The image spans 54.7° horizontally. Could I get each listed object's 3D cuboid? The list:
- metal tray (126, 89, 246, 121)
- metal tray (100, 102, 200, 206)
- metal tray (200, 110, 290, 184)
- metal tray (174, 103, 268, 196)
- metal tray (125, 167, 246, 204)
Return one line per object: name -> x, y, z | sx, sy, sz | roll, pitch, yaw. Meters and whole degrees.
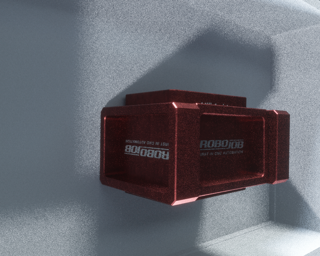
metal tray -> 0.034, -0.025, 0.389 | 0.131, 0.090, 0.030 | 0, 91, -40
metal tray -> -0.017, 0.022, 0.322 | 0.030, 0.130, 0.089 | 1, 90, -40
metal tray -> 0.109, 0.022, 0.426 | 0.030, 0.130, 0.089 | 1, 90, -40
metal tray -> 0.072, 0.022, 0.344 | 0.131, 0.030, 0.089 | 1, 89, -40
metal tray -> 0.033, 0.064, 0.388 | 0.131, 0.090, 0.030 | 0, 90, -40
